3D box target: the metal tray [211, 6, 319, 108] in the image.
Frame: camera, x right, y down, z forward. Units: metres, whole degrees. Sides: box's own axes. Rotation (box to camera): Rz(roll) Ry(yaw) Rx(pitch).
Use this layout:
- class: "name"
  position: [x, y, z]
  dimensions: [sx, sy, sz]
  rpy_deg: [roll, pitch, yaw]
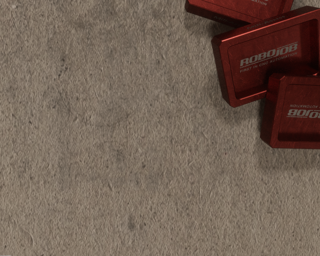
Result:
- class: "metal tray"
  position: [0.138, -0.088, 0.389]
  dimensions: [0.131, 0.030, 0.090]
  rpy_deg: [-18, 119, -1]

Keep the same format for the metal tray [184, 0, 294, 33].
- class: "metal tray"
  position: [0.108, -0.182, 0.408]
  dimensions: [0.131, 0.030, 0.090]
  rpy_deg: [18, 90, -1]

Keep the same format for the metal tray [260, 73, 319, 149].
- class: "metal tray"
  position: [0.200, -0.020, 0.391]
  dimensions: [0.131, 0.030, 0.089]
  rpy_deg: [2, 106, -7]
